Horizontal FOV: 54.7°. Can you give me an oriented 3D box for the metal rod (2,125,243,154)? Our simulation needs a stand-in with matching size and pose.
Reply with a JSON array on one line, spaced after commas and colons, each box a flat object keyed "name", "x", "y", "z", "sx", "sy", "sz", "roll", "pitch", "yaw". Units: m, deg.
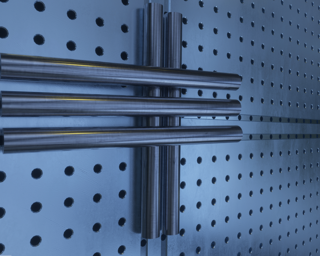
[{"name": "metal rod", "x": -0.018, "y": 0.010, "z": 0.368, "sx": 0.303, "sy": 0.025, "sz": 0.025, "roll": -1, "pitch": 91, "yaw": -32}]

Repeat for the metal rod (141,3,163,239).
[{"name": "metal rod", "x": -0.010, "y": -0.010, "z": 0.403, "sx": 0.025, "sy": 0.025, "sz": 0.298, "roll": 1, "pitch": 89, "yaw": -40}]

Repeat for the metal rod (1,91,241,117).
[{"name": "metal rod", "x": -0.020, "y": -0.026, "z": 0.368, "sx": 0.303, "sy": 0.025, "sz": 0.025, "roll": -2, "pitch": 91, "yaw": -32}]

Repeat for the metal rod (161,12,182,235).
[{"name": "metal rod", "x": 0.016, "y": -0.006, "z": 0.425, "sx": 0.025, "sy": 0.025, "sz": 0.298, "roll": 1, "pitch": 89, "yaw": -40}]

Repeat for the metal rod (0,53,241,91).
[{"name": "metal rod", "x": -0.020, "y": -0.062, "z": 0.367, "sx": 0.303, "sy": 0.025, "sz": 0.025, "roll": -2, "pitch": 92, "yaw": -32}]
